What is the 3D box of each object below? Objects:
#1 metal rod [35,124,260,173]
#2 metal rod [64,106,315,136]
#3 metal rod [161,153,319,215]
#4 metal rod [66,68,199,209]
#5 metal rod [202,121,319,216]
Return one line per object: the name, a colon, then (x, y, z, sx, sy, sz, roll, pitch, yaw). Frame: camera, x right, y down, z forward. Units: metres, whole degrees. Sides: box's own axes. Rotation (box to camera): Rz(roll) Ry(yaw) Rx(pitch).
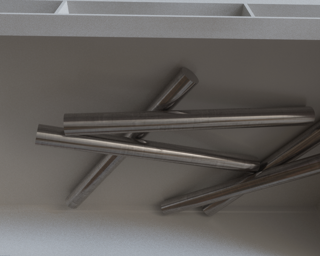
metal rod: (-0.001, 0.031, 0.407, 0.302, 0.025, 0.025, 10, 130, -19)
metal rod: (0.042, -0.010, 0.373, 0.302, 0.025, 0.025, -2, 131, -9)
metal rod: (0.129, 0.082, 0.453, 0.300, 0.025, 0.025, -24, 127, 29)
metal rod: (-0.054, 0.031, 0.434, 0.025, 0.025, 0.299, 30, 124, -23)
metal rod: (0.172, 0.048, 0.451, 0.025, 0.025, 0.299, 30, 124, -23)
